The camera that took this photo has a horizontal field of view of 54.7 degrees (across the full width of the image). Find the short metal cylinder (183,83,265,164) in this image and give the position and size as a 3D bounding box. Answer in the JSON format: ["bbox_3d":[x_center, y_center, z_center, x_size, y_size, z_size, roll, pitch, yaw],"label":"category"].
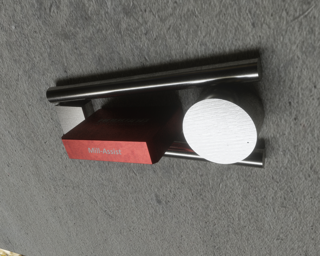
[{"bbox_3d":[0.072,-0.007,0.349,0.080,0.050,0.079,13,124,21],"label":"short metal cylinder"}]

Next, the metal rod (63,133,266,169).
[{"bbox_3d":[-0.012,0.026,0.431,0.301,0.025,0.025,4,120,26],"label":"metal rod"}]

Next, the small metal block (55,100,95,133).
[{"bbox_3d":[-0.123,-0.015,0.465,0.050,0.025,0.050,4,121,26],"label":"small metal block"}]

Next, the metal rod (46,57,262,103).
[{"bbox_3d":[-0.029,-0.055,0.390,0.300,0.025,0.025,-2,117,29],"label":"metal rod"}]

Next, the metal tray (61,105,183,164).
[{"bbox_3d":[-0.045,0.005,0.392,0.130,0.090,0.030,0,118,28],"label":"metal tray"}]
